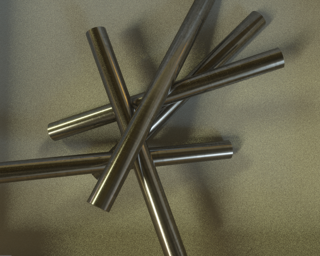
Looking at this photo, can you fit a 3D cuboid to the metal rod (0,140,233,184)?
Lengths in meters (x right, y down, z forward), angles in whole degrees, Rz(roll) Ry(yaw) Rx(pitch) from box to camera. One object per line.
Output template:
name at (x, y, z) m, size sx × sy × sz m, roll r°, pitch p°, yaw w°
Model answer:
metal rod at (-0.056, 0.041, 0.384) m, size 0.302 × 0.025 × 0.025 m, roll -5°, pitch 90°, yaw -11°

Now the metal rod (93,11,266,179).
metal rod at (0.024, -0.041, 0.411) m, size 0.300 × 0.025 × 0.025 m, roll -44°, pitch 90°, yaw 0°

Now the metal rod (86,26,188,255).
metal rod at (-0.027, 0.023, 0.365) m, size 0.025 × 0.025 × 0.299 m, roll -20°, pitch 86°, yaw 0°

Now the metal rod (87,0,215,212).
metal rod at (0.000, -0.047, 0.362) m, size 0.025 × 0.025 × 0.300 m, roll 26°, pitch 70°, yaw 0°

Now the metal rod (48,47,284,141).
metal rod at (0.000, -0.039, 0.389) m, size 0.301 × 0.025 × 0.025 m, roll -17°, pitch 90°, yaw 8°
